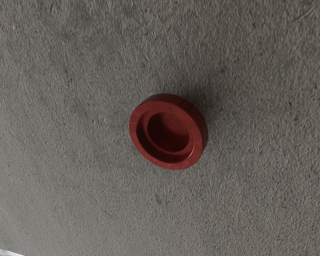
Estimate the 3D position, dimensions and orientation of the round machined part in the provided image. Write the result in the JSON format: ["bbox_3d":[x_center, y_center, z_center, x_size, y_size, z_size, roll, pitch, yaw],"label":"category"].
[{"bbox_3d":[0.014,0.001,0.390,0.098,0.042,0.097,13,124,21],"label":"round machined part"}]
